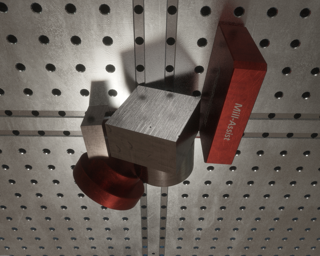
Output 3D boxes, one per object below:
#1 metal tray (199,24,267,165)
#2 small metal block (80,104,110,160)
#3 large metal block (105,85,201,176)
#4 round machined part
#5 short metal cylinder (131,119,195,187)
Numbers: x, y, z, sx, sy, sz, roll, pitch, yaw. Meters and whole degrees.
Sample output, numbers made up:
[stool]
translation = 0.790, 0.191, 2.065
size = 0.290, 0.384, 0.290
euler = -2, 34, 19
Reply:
[metal tray]
translation = 0.071, -0.034, 0.340
size = 0.030, 0.090, 0.129
euler = 4, 130, -5
[small metal block]
translation = -0.078, 0.005, 0.394
size = 0.025, 0.050, 0.050
euler = -4, 123, 3
[large metal block]
translation = -0.004, -0.001, 0.358
size = 0.080, 0.080, 0.050
euler = 14, 133, 19
[round machined part]
translation = -0.062, 0.061, 0.418
size = 0.098, 0.098, 0.042
euler = 27, 107, -22
[short metal cylinder]
translation = 0.004, 0.029, 0.400
size = 0.081, 0.080, 0.050
euler = -2, 130, 1
